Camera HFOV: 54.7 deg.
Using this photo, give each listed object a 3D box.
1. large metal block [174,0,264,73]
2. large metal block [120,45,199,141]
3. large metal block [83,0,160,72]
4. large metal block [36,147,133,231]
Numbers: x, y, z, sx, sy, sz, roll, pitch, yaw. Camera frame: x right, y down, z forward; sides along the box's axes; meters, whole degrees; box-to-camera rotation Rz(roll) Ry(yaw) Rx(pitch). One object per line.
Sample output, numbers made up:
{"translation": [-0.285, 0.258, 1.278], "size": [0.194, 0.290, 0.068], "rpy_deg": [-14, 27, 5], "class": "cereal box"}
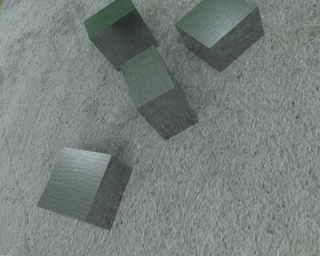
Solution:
{"translation": [0.082, -0.137, 0.429], "size": [0.080, 0.050, 0.080], "rpy_deg": [-41, 51, 0], "class": "large metal block"}
{"translation": [-0.001, -0.043, 0.396], "size": [0.050, 0.080, 0.080], "rpy_deg": [-30, 52, 9], "class": "large metal block"}
{"translation": [-0.060, -0.149, 0.492], "size": [0.080, 0.080, 0.050], "rpy_deg": [-31, 52, 8], "class": "large metal block"}
{"translation": [-0.093, 0.075, 0.391], "size": [0.080, 0.050, 0.080], "rpy_deg": [5, 64, 30], "class": "large metal block"}
